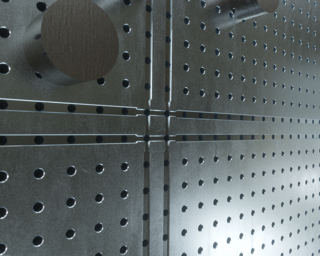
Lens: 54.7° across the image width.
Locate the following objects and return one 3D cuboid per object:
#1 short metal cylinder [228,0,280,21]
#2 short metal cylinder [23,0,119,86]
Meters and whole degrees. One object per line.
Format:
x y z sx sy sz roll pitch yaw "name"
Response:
0.159 -0.229 0.525 0.081 0.050 0.079 0 90 -40 "short metal cylinder"
-0.090 -0.085 0.317 0.081 0.050 0.079 0 90 -40 "short metal cylinder"
